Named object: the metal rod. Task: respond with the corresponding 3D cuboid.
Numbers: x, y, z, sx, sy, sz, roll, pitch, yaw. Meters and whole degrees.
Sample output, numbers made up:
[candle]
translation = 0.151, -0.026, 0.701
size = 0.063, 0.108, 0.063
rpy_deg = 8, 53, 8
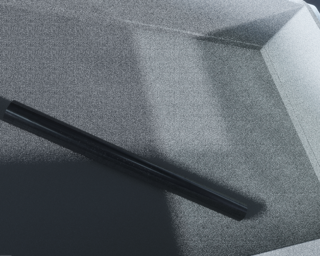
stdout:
[metal rod]
translation = -0.028, 0.044, 0.364
size = 0.301, 0.025, 0.025
rpy_deg = 25, 53, -13
